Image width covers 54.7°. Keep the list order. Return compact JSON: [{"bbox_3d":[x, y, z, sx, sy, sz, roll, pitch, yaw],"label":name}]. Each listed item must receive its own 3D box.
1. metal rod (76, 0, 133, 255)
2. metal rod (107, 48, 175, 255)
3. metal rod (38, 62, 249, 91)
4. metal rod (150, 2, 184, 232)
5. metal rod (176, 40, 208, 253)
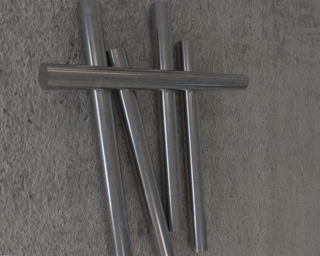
[{"bbox_3d":[-0.061,0.011,0.352,0.025,0.025,0.298,-11,97,-39],"label":"metal rod"},{"bbox_3d":[-0.020,0.052,0.387,0.025,0.025,0.298,-21,104,-38],"label":"metal rod"},{"bbox_3d":[0.010,-0.058,0.378,0.302,0.025,0.025,-6,94,-40],"label":"metal rod"},{"bbox_3d":[0.010,-0.012,0.412,0.025,0.025,0.298,-7,94,-40],"label":"metal rod"},{"bbox_3d":[0.047,0.028,0.443,0.025,0.025,0.298,-7,95,-40],"label":"metal rod"}]
